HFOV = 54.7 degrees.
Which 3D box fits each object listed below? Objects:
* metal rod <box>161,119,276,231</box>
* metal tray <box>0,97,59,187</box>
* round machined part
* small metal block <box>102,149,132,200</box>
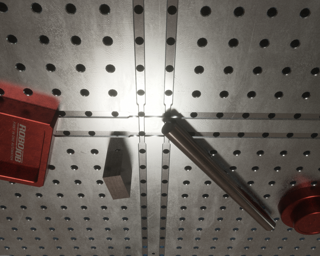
[{"bbox_3d":[0.105,0.087,0.487,0.025,0.025,0.300,-32,124,23],"label":"metal rod"},{"bbox_3d":[-0.196,0.023,0.424,0.091,0.030,0.129,15,129,-13],"label":"metal tray"},{"bbox_3d":[0.258,0.147,0.530,0.099,0.042,0.097,-1,130,0],"label":"round machined part"},{"bbox_3d":[-0.061,0.068,0.452,0.025,0.050,0.050,-9,130,7],"label":"small metal block"}]
